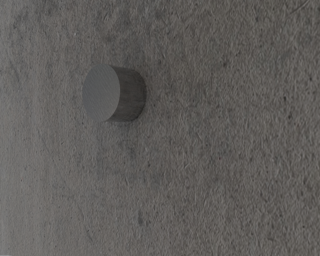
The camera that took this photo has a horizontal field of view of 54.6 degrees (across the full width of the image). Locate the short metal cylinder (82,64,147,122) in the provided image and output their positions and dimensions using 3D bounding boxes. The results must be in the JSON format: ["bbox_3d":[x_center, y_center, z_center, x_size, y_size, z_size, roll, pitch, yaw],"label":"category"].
[{"bbox_3d":[-0.066,-0.048,0.444,0.080,0.050,0.080,0,90,40],"label":"short metal cylinder"}]
